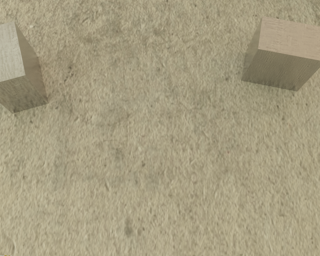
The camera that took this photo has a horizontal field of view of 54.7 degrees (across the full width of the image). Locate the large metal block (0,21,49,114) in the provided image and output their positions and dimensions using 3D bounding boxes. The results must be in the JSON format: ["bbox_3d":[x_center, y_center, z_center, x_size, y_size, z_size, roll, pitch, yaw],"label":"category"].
[{"bbox_3d":[-0.192,-0.076,0.404,0.050,0.080,0.080,-17,71,-6],"label":"large metal block"}]

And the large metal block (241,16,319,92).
[{"bbox_3d":[0.163,-0.097,0.416,0.080,0.080,0.050,12,71,4],"label":"large metal block"}]
